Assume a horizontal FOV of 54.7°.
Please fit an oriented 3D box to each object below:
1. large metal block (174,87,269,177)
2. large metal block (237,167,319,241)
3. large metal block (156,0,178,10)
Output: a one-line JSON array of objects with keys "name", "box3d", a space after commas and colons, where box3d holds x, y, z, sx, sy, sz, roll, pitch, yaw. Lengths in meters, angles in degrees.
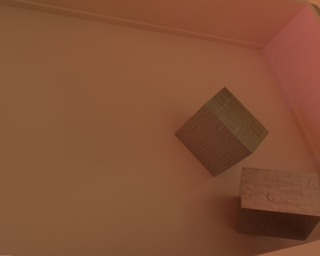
[{"name": "large metal block", "box3d": [0.079, 0.007, 0.408, 0.080, 0.080, 0.050, 47, 51, 4]}, {"name": "large metal block", "box3d": [0.136, 0.091, 0.368, 0.080, 0.080, 0.050, 3, 54, 12]}, {"name": "large metal block", "box3d": [0.010, -0.276, 0.566, 0.080, 0.050, 0.080, 29, 52, -10]}]
